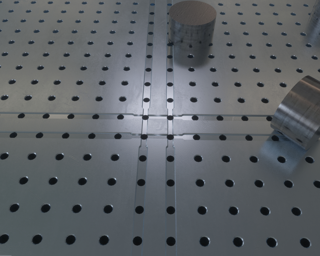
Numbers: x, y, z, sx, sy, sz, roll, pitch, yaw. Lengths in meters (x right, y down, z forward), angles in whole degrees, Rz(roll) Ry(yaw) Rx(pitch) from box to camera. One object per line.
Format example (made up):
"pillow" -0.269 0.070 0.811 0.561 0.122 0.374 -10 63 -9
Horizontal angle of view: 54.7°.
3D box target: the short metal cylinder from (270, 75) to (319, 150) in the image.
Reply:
"short metal cylinder" 0.186 -0.019 0.389 0.080 0.080 0.050 -35 58 -26

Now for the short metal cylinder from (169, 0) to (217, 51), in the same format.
"short metal cylinder" 0.055 -0.180 0.543 0.081 0.050 0.080 0 50 0

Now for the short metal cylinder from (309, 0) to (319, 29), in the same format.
"short metal cylinder" 0.331 -0.222 0.580 0.081 0.050 0.080 0 50 0
